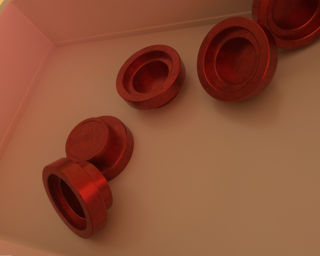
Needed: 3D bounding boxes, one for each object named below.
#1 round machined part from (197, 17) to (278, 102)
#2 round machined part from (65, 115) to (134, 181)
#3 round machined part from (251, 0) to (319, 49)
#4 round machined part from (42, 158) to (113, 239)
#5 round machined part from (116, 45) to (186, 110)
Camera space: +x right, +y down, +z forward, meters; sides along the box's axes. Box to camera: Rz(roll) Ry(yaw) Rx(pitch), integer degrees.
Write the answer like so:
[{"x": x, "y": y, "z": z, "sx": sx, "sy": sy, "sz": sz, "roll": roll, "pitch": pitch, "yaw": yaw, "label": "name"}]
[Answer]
[{"x": 0.096, "y": -0.080, "z": 0.374, "sx": 0.098, "sy": 0.042, "sz": 0.097, "roll": 2, "pitch": 93, "yaw": 46, "label": "round machined part"}, {"x": -0.089, "y": 0.024, "z": 0.425, "sx": 0.098, "sy": 0.042, "sz": 0.098, "roll": -13, "pitch": 56, "yaw": 20, "label": "round machined part"}, {"x": 0.158, "y": -0.148, "z": 0.371, "sx": 0.098, "sy": 0.098, "sz": 0.042, "roll": -27, "pitch": 33, "yaw": 11, "label": "round machined part"}, {"x": -0.095, "y": 0.079, "z": 0.371, "sx": 0.098, "sy": 0.097, "sz": 0.042, "roll": 23, "pitch": 38, "yaw": 36, "label": "round machined part"}, {"x": -0.009, "y": -0.067, "z": 0.439, "sx": 0.098, "sy": 0.042, "sz": 0.098, "roll": -13, "pitch": 56, "yaw": 20, "label": "round machined part"}]
